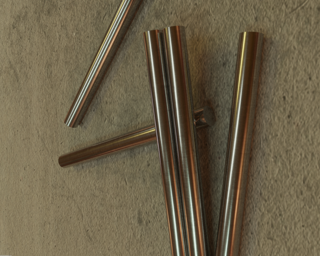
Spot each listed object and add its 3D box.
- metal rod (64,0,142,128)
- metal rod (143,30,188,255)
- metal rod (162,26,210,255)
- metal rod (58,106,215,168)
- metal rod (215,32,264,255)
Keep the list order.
[{"bbox_3d":[-0.079,-0.122,0.469,0.025,0.025,0.298,47,118,29],"label":"metal rod"},{"bbox_3d":[0.012,0.037,0.368,0.025,0.025,0.298,-3,96,40],"label":"metal rod"},{"bbox_3d":[0.033,0.038,0.352,0.025,0.025,0.298,-3,96,40],"label":"metal rod"},{"bbox_3d":[-0.055,0.022,0.450,0.299,0.025,0.025,-18,79,38],"label":"metal rod"},{"bbox_3d":[0.082,0.050,0.336,0.025,0.025,0.298,9,96,39],"label":"metal rod"}]
